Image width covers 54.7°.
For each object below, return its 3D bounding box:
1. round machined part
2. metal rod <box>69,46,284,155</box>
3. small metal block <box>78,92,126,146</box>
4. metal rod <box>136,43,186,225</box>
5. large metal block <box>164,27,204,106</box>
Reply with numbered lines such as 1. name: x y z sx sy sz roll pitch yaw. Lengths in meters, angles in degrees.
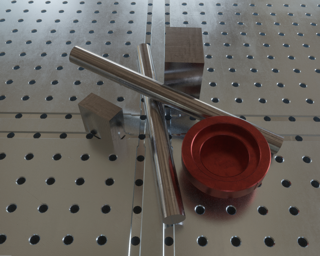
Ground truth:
1. round machined part: 0.074 0.037 0.362 0.099 0.042 0.098 -1 56 2
2. metal rod: 0.015 -0.040 0.412 0.301 0.025 0.025 25 54 8
3. small metal block: -0.074 -0.011 0.400 0.050 0.050 0.025 28 55 21
4. metal rod: -0.006 -0.017 0.421 0.025 0.025 0.300 -6 50 -6
5. large metal block: 0.032 -0.088 0.446 0.050 0.080 0.080 2 50 1
